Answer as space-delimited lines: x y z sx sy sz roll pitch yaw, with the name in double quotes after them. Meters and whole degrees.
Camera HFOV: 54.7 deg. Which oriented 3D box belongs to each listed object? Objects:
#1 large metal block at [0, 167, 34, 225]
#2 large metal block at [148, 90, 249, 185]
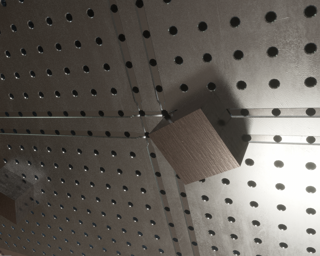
-0.312 0.141 0.643 0.080 0.050 0.079 25 127 12 "large metal block"
0.048 0.014 0.378 0.080 0.050 0.080 -27 104 37 "large metal block"
